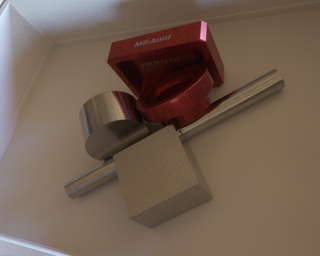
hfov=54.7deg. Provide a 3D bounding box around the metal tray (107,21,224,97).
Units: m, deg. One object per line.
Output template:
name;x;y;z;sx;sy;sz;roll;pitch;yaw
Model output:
metal tray;0.009;-0.083;0.406;0.130;0.090;0.030;-6;59;24

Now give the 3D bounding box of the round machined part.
round machined part;0.023;-0.036;0.384;0.098;0.042;0.098;-26;24;13

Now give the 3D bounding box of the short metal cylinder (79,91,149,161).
short metal cylinder;-0.060;-0.001;0.399;0.080;0.080;0.050;-29;52;9

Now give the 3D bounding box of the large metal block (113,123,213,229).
large metal block;0.002;0.055;0.350;0.080;0.050;0.080;-29;52;9

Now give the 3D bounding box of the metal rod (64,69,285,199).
metal rod;0.011;0.012;0.389;0.301;0.025;0.025;-29;52;9
